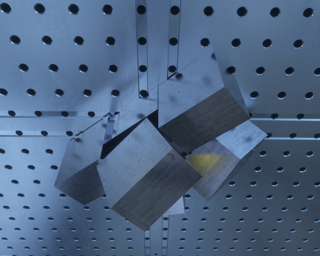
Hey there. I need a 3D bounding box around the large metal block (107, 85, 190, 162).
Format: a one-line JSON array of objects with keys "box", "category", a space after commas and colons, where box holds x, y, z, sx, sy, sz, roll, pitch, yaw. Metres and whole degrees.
[{"box": [-0.009, 0.006, 0.401, 0.080, 0.050, 0.080, -32, 123, 24], "category": "large metal block"}]

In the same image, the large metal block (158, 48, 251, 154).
[{"box": [0.045, -0.031, 0.349, 0.080, 0.080, 0.050, -32, 124, 24], "category": "large metal block"}]

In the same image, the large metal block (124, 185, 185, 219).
[{"box": [-0.007, 0.087, 0.440, 0.080, 0.080, 0.050, -7, 93, 6], "category": "large metal block"}]

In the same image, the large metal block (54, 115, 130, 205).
[{"box": [-0.084, 0.042, 0.409, 0.080, 0.080, 0.050, -31, 124, 23], "category": "large metal block"}]

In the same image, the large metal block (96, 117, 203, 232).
[{"box": [-0.015, 0.046, 0.332, 0.080, 0.080, 0.050, -44, 121, 1], "category": "large metal block"}]

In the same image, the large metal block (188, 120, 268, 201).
[{"box": [0.080, 0.034, 0.396, 0.050, 0.081, 0.080, 42, 130, 19], "category": "large metal block"}]
